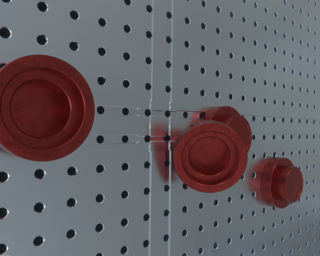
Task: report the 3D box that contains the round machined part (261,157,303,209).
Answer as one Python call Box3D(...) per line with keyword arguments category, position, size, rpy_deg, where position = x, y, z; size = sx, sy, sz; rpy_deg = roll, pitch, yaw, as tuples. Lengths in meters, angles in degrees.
Box3D(category="round machined part", position=(0.240, 0.106, 0.598), size=(0.099, 0.042, 0.097), rpy_deg=(0, 90, -40))

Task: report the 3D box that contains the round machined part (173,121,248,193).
Box3D(category="round machined part", position=(0.068, 0.037, 0.432), size=(0.099, 0.042, 0.097), rpy_deg=(0, 102, 1))

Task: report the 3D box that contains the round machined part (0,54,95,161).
Box3D(category="round machined part", position=(-0.117, -0.018, 0.299), size=(0.099, 0.042, 0.097), rpy_deg=(0, 90, -40))

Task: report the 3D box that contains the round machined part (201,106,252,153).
Box3D(category="round machined part", position=(0.107, 0.014, 0.486), size=(0.099, 0.042, 0.097), rpy_deg=(0, 90, -40))
